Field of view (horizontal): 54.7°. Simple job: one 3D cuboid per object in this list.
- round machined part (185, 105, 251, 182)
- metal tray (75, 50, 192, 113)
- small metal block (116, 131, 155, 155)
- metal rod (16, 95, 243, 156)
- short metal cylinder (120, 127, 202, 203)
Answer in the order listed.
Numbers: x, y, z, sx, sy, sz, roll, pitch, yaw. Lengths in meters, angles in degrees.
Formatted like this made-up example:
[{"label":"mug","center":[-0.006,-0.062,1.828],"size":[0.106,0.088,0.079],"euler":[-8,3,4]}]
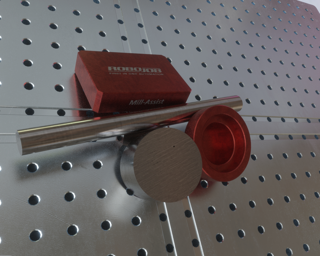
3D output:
[{"label":"round machined part","center":[0.070,0.021,0.409],"size":[0.099,0.042,0.097],"euler":[5,81,-32]},{"label":"metal tray","center":[-0.035,-0.063,0.408],"size":[0.131,0.030,0.090],"euler":[-5,46,-31]},{"label":"small metal block","center":[-0.025,0.012,0.399],"size":[0.050,0.025,0.050],"euler":[17,55,-19]},{"label":"metal rod","center":[-0.010,-0.011,0.378],"size":[0.303,0.025,0.025],"euler":[-12,68,-33]},{"label":"short metal cylinder","center":[0.000,0.043,0.352],"size":[0.081,0.050,0.080],"euler":[4,79,-22]}]
